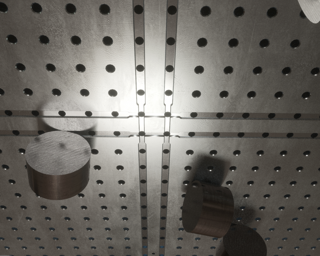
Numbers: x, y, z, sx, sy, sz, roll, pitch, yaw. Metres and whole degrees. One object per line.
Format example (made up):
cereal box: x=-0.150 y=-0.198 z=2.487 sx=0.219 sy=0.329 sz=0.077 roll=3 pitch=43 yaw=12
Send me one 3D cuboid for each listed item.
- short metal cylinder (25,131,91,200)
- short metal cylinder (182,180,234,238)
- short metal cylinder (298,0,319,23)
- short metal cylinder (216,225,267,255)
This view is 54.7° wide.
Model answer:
short metal cylinder: x=-0.135 y=0.049 z=0.415 sx=0.081 sy=0.080 sz=0.050 roll=8 pitch=130 yaw=-7
short metal cylinder: x=0.073 y=0.127 z=0.485 sx=0.050 sy=0.080 sz=0.079 roll=15 pitch=128 yaw=-13
short metal cylinder: x=0.147 y=-0.137 z=0.261 sx=0.050 sy=0.080 sz=0.080 roll=-19 pitch=128 yaw=15
short metal cylinder: x=0.149 y=0.228 z=0.573 sx=0.081 sy=0.080 sz=0.050 roll=6 pitch=130 yaw=-6
